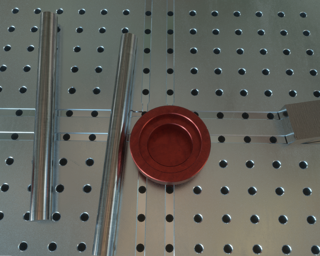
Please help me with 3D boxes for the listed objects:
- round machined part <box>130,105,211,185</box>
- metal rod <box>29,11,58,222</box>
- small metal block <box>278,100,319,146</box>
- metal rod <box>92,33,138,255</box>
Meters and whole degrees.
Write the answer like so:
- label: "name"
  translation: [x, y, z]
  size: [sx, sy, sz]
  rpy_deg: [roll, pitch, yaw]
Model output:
- label: "round machined part"
  translation: [0.013, 0.024, 0.394]
  size: [0.099, 0.042, 0.098]
  rpy_deg: [0, 70, 0]
- label: "metal rod"
  translation: [-0.156, -0.029, 0.421]
  size: [0.025, 0.025, 0.299]
  rpy_deg: [-5, 70, -2]
- label: "small metal block"
  translation: [0.194, -0.007, 0.415]
  size: [0.050, 0.025, 0.050]
  rpy_deg: [-8, 70, -3]
- label: "metal rod"
  translation: [-0.056, 0.007, 0.408]
  size: [0.025, 0.025, 0.299]
  rpy_deg: [4, 70, 1]
